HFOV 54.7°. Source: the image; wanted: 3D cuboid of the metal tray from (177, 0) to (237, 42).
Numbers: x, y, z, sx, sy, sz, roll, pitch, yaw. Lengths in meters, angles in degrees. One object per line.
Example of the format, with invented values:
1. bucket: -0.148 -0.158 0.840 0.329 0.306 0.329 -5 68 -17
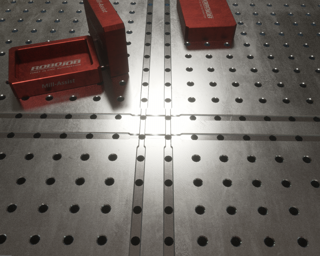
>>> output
1. metal tray: 0.084 -0.215 0.586 0.091 0.030 0.130 -4 50 -4

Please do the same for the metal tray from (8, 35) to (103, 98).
1. metal tray: -0.163 -0.099 0.484 0.131 0.030 0.090 -13 51 -11

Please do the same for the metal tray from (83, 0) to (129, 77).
1. metal tray: -0.088 -0.155 0.494 0.030 0.089 0.130 -18 53 -15
